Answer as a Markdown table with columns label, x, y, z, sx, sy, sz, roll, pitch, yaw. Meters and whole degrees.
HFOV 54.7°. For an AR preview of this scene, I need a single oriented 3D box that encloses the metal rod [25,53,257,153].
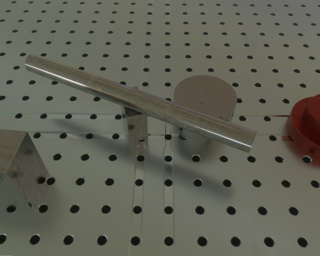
| label | x | y | z | sx | sy | sz | roll | pitch | yaw |
| --- | --- | --- | --- | --- | --- | --- | --- | --- | --- |
| metal rod | -0.036 | -0.036 | 0.372 | 0.301 | 0.025 | 0.025 | 21 | 53 | 16 |

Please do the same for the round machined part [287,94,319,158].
| label | x | y | z | sx | sy | sz | roll | pitch | yaw |
| --- | --- | --- | --- | --- | --- | --- | --- | --- | --- |
| round machined part | 0.223 | -0.008 | 0.407 | 0.099 | 0.042 | 0.098 | 0 | 50 | 0 |

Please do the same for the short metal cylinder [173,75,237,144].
| label | x | y | z | sx | sy | sz | roll | pitch | yaw |
| --- | --- | --- | --- | --- | --- | --- | --- | --- | --- |
| short metal cylinder | 0.058 | -0.025 | 0.414 | 0.081 | 0.050 | 0.080 | 0 | 50 | 0 |

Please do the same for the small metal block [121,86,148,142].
| label | x | y | z | sx | sy | sz | roll | pitch | yaw |
| --- | --- | --- | --- | --- | --- | --- | --- | --- | --- |
| small metal block | -0.035 | -0.018 | 0.406 | 0.025 | 0.050 | 0.050 | -12 | 51 | -10 |

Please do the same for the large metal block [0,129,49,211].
| label | x | y | z | sx | sy | sz | roll | pitch | yaw |
| --- | --- | --- | --- | --- | --- | --- | --- | --- | --- |
| large metal block | -0.178 | 0.044 | 0.332 | 0.080 | 0.080 | 0.050 | 5 | 50 | 4 |
